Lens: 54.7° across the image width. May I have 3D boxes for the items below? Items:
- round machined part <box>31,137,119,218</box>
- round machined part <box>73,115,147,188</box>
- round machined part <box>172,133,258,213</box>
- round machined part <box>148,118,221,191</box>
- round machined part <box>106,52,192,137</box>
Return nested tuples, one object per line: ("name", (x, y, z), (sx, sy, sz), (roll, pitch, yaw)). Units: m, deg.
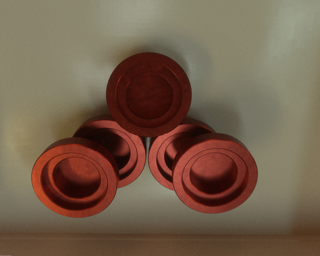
("round machined part", (-0.098, 0.056, 0.376), (0.099, 0.042, 0.097), (0, 110, 0))
("round machined part", (-0.067, 0.028, 0.410), (0.099, 0.042, 0.097), (0, 110, 0))
("round machined part", (0.063, 0.051, 0.376), (0.099, 0.042, 0.097), (0, 110, 0))
("round machined part", (0.034, 0.033, 0.413), (0.099, 0.042, 0.097), (0, 110, 0))
("round machined part", (-0.013, -0.039, 0.376), (0.099, 0.042, 0.097), (0, 92, -2))
